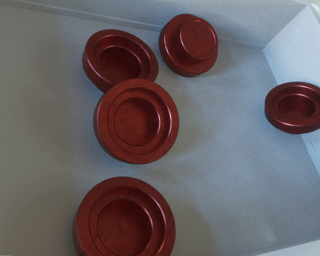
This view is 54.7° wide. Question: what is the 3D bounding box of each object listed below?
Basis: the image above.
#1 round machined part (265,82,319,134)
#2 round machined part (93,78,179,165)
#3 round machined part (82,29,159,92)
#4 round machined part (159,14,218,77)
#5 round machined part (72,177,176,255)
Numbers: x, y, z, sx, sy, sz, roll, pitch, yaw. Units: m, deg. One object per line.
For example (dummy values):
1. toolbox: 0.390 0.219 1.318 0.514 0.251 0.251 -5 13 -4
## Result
1. round machined part: 0.225 -0.028 0.512 0.098 0.042 0.098 -8 50 10
2. round machined part: -0.030 -0.006 0.367 0.099 0.042 0.097 2 85 -24
3. round machined part: -0.055 -0.081 0.414 0.099 0.042 0.098 14 56 -21
4. round machined part: 0.051 -0.132 0.483 0.099 0.042 0.097 4 80 -26
5. round machined part: -0.038 0.102 0.309 0.099 0.042 0.098 15 51 -19
